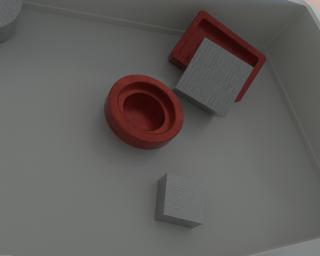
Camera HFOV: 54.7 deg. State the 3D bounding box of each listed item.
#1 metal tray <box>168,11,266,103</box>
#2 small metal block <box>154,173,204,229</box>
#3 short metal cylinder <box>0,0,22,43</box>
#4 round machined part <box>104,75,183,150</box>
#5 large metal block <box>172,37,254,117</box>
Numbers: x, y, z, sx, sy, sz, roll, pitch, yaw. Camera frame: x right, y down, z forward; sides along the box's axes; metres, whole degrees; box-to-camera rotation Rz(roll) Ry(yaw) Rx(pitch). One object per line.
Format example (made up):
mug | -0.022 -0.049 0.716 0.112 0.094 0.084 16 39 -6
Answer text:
metal tray | 0.091 -0.110 0.493 0.130 0.030 0.090 34 83 -6
small metal block | 0.024 0.087 0.367 0.050 0.025 0.050 19 54 -18
short metal cylinder | -0.203 -0.141 0.351 0.081 0.050 0.080 6 79 -30
round machined part | -0.023 -0.016 0.394 0.099 0.042 0.098 14 56 -21
large metal block | 0.073 -0.070 0.447 0.080 0.050 0.080 30 89 -7
